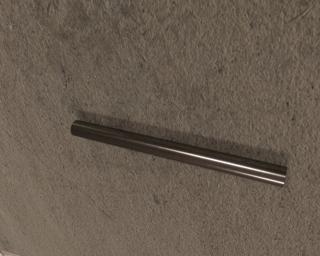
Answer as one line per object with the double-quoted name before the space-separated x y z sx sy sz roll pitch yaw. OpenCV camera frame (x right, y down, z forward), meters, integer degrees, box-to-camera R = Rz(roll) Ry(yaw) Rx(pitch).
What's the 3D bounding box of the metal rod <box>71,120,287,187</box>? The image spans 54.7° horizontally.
"metal rod" 0.010 0.029 0.418 0.301 0.025 0.025 12 123 21
